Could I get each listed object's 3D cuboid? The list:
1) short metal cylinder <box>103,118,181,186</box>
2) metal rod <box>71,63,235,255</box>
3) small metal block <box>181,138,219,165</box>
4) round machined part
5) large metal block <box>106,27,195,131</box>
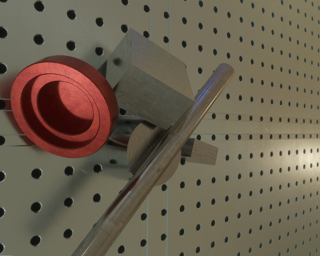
[{"bbox_3d":[-0.021,0.028,0.377,0.081,0.050,0.079,0,90,-40],"label":"short metal cylinder"},{"bbox_3d":[0.007,0.026,0.351,0.301,0.025,0.025,-51,121,-28],"label":"metal rod"},{"bbox_3d":[0.044,0.032,0.433,0.050,0.050,0.025,22,76,-38],"label":"small metal block"},{"bbox_3d":[-0.087,-0.023,0.300,0.098,0.098,0.042,64,22,-21],"label":"round machined part"},{"bbox_3d":[-0.013,-0.055,0.351,0.080,0.050,0.080,27,34,-28],"label":"large metal block"}]
